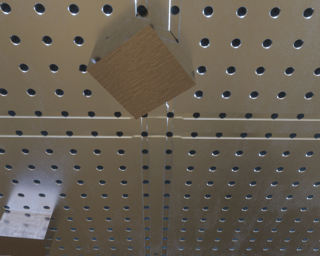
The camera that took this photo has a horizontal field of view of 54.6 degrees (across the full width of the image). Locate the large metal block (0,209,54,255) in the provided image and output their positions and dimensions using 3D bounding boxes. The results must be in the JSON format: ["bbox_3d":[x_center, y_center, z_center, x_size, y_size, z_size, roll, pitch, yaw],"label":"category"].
[{"bbox_3d":[-0.241,0.196,0.559,0.080,0.050,0.079,8,130,-7],"label":"large metal block"}]

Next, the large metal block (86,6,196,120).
[{"bbox_3d":[-0.018,-0.068,0.337,0.080,0.050,0.080,-29,125,22],"label":"large metal block"}]
